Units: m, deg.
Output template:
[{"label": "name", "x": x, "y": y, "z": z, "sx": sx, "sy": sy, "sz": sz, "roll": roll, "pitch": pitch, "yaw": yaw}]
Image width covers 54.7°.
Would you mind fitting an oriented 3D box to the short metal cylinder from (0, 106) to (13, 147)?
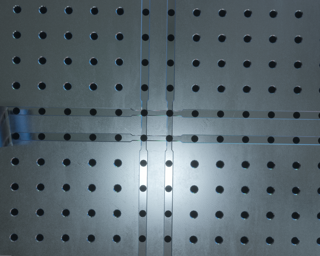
[{"label": "short metal cylinder", "x": -0.230, "y": 0.003, "z": 0.384, "sx": 0.080, "sy": 0.080, "sz": 0.050, "roll": -7, "pitch": 90, "yaw": 0}]
